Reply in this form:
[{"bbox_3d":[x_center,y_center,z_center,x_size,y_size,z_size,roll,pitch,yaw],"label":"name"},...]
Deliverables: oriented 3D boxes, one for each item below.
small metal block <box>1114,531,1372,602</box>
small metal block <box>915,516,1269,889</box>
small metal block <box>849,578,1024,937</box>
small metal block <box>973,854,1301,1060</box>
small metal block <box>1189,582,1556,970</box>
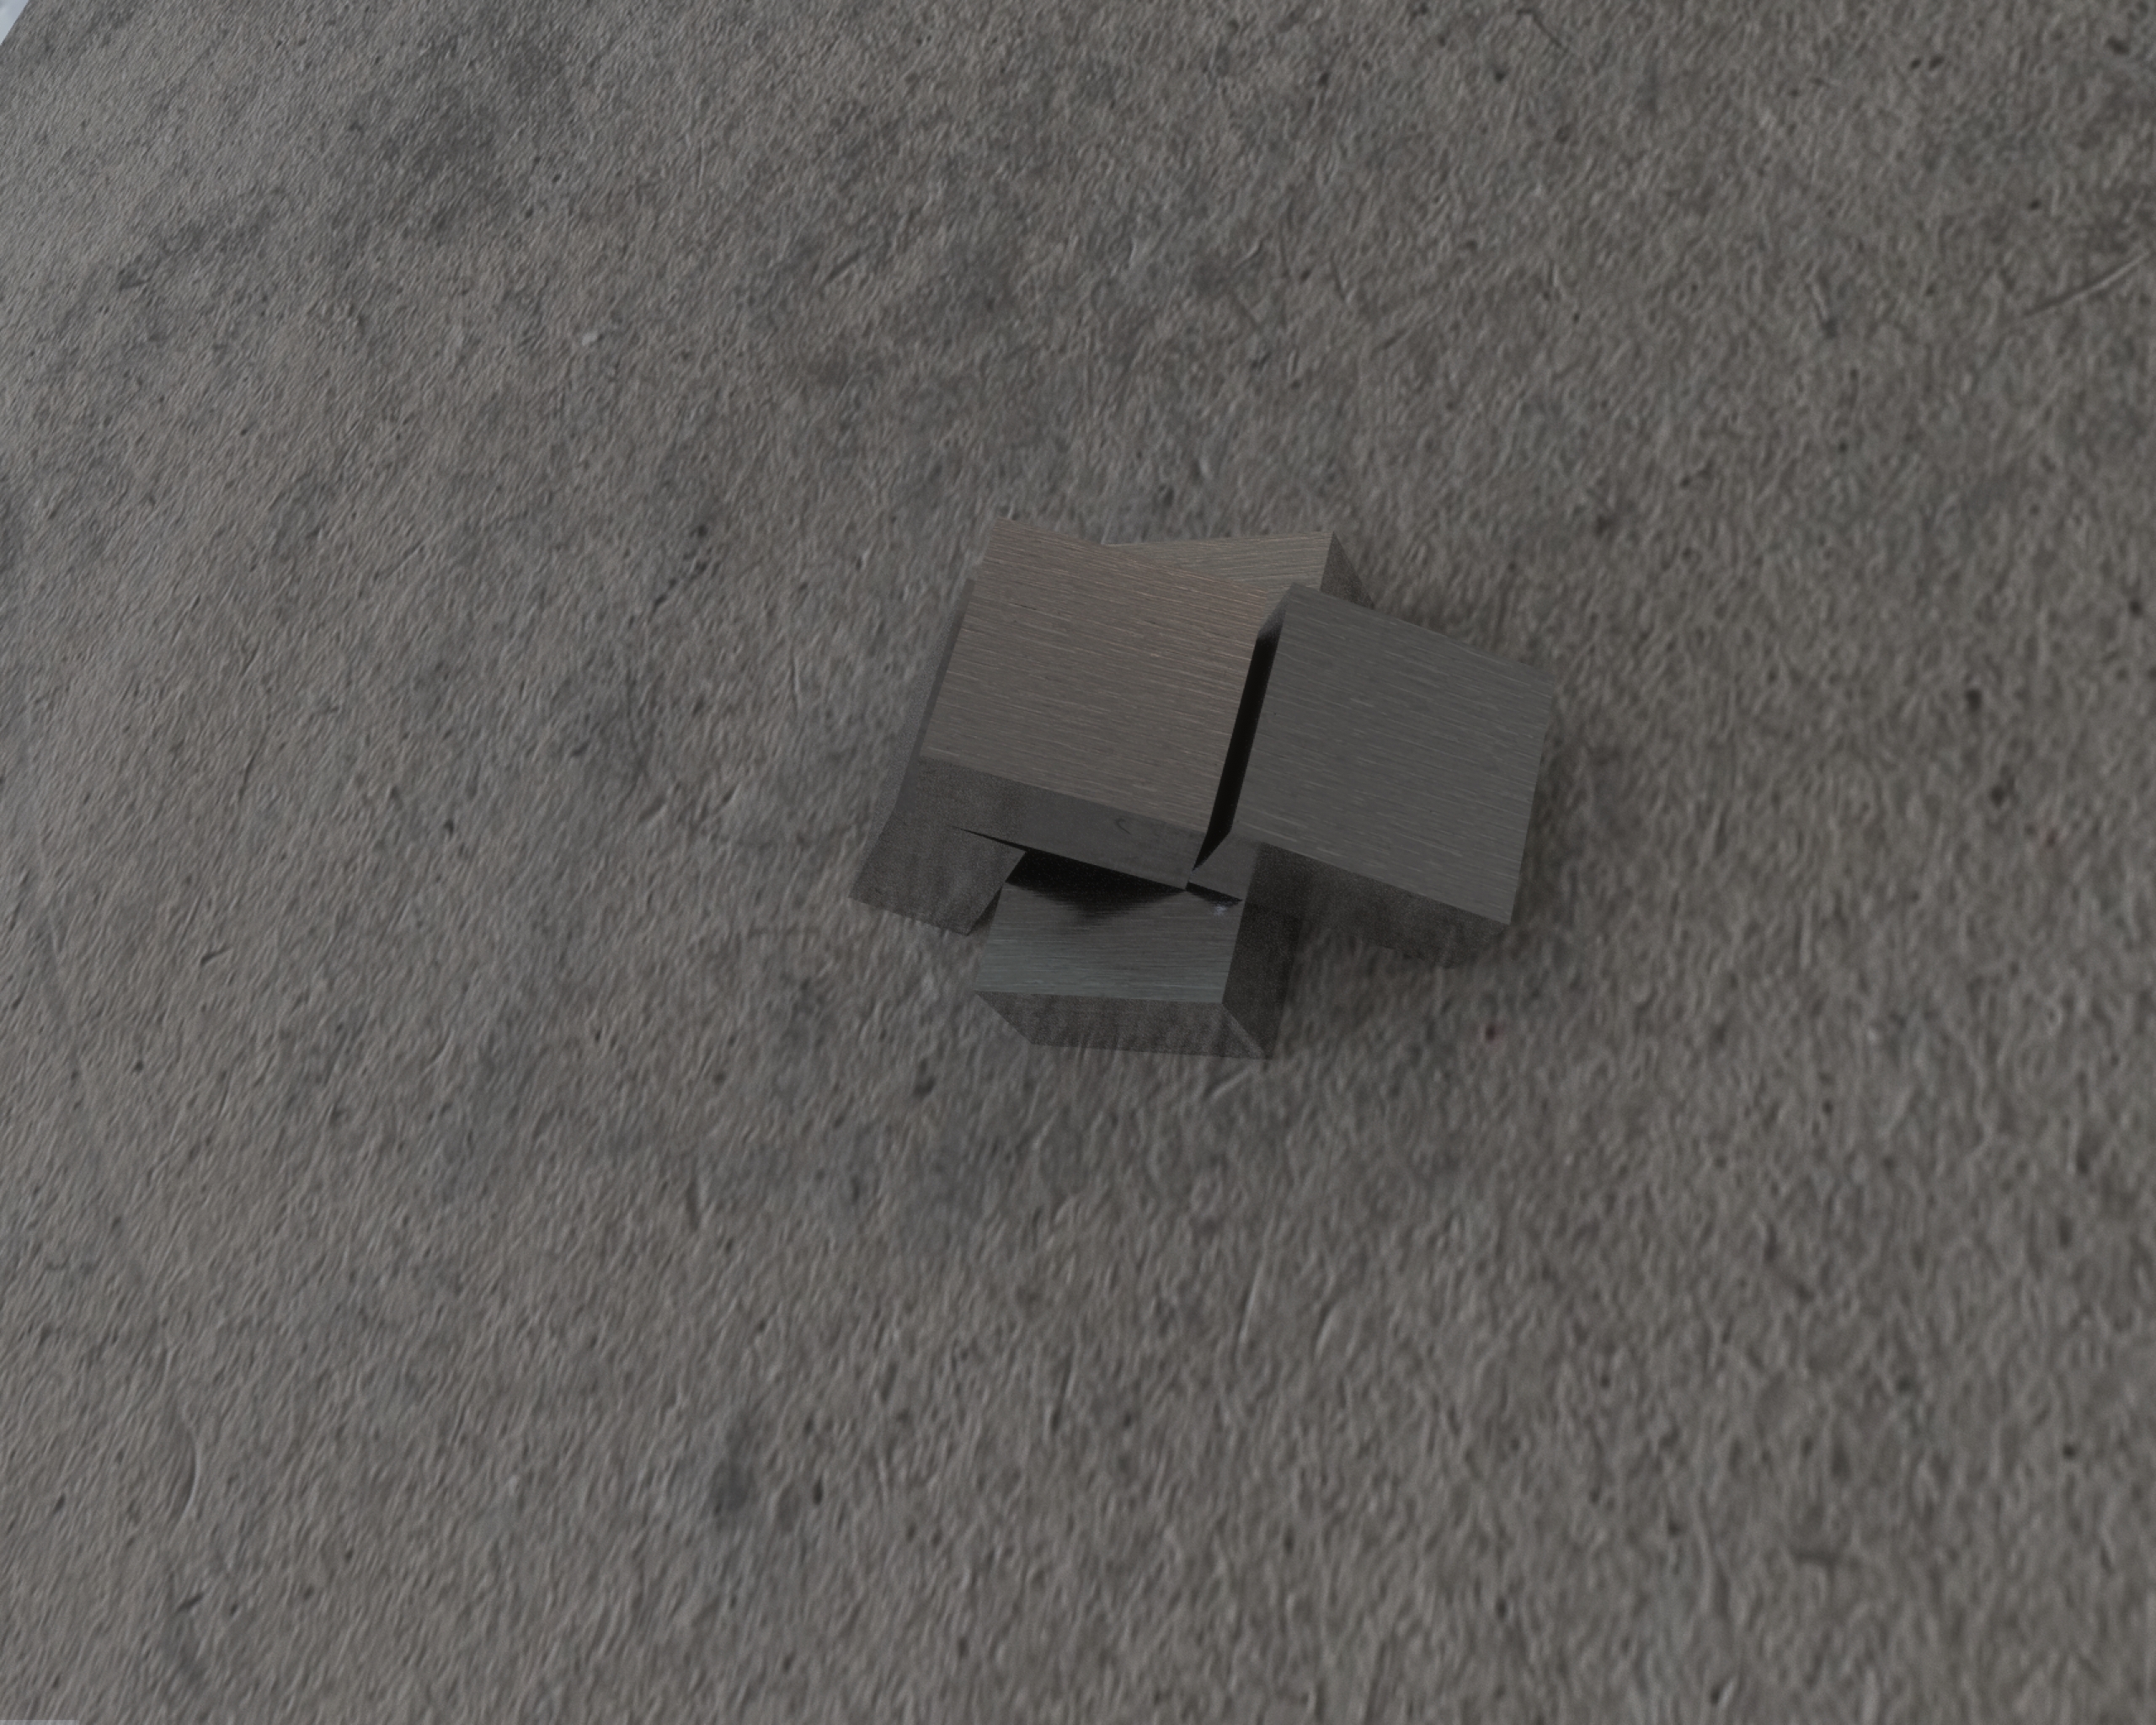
[{"bbox_3d":[0.026,-0.036,0.412,0.050,0.025,0.050,1,62,28],"label":"small metal block"},{"bbox_3d":[0.002,-0.029,0.373,0.050,0.025,0.050,15,66,0],"label":"small metal block"},{"bbox_3d":[-0.022,-0.019,0.409,0.025,0.050,0.050,19,66,-9],"label":"small metal block"},{"bbox_3d":[0.014,0.008,0.392,0.050,0.025,0.050,1,62,28],"label":"small metal block"},{"bbox_3d":[0.052,-0.015,0.369,0.050,0.025,0.050,19,66,-7],"label":"small metal block"}]
